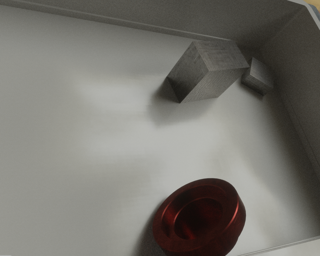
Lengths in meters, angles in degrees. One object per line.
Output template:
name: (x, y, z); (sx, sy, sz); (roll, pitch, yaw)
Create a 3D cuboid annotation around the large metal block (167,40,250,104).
large metal block: (0.070, -0.083, 0.461); (0.081, 0.080, 0.050); (-12, 68, -33)

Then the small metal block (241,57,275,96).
small metal block: (0.178, -0.093, 0.561); (0.050, 0.025, 0.050); (28, 52, -11)

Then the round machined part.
round machined part: (0.045, 0.102, 0.330); (0.098, 0.098, 0.042); (-51, 120, -39)
